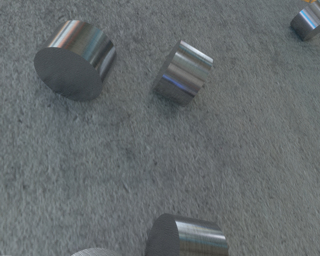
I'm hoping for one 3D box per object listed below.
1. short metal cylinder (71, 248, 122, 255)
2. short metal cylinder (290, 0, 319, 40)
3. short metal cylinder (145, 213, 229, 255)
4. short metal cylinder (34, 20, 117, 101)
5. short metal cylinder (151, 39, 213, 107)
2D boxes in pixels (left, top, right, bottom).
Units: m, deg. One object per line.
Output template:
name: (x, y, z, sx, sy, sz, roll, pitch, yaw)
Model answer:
short metal cylinder: (-0.062, 0.149, 0.265, 0.081, 0.050, 0.080, 14, 56, -21)
short metal cylinder: (0.350, -0.246, 0.712, 0.081, 0.080, 0.050, -23, 75, -37)
short metal cylinder: (0.023, 0.129, 0.304, 0.050, 0.080, 0.080, 16, 55, -19)
short metal cylinder: (-0.097, -0.077, 0.364, 0.080, 0.080, 0.050, 27, 52, -12)
short metal cylinder: (0.030, -0.076, 0.433, 0.050, 0.080, 0.080, 29, 52, -11)
